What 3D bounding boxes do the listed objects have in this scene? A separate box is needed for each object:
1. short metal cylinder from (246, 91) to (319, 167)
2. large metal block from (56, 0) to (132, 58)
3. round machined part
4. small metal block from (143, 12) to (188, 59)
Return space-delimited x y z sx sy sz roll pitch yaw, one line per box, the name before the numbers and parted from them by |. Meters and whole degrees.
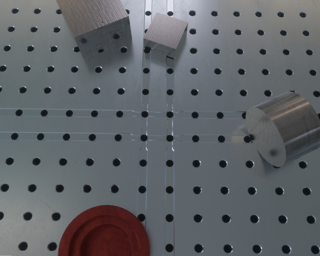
short metal cylinder | 0.151 0.001 0.383 0.050 0.080 0.080 -24 72 -8
large metal block | -0.097 -0.163 0.457 0.080 0.050 0.080 -25 72 -9
round machined part | -0.060 0.140 0.351 0.099 0.042 0.098 0 70 0
small metal block | 0.009 -0.138 0.462 0.050 0.025 0.050 21 71 7
